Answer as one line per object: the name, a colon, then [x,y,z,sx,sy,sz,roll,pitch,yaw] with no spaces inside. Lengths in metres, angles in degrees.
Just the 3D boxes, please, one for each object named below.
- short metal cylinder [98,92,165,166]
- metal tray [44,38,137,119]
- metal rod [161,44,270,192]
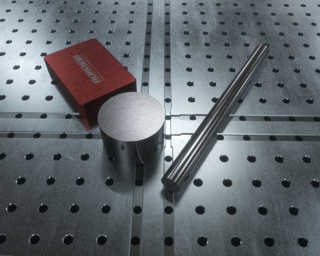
short metal cylinder: [-0.034,0.000,0.391,0.081,0.050,0.080,0,50,0]
metal tray: [-0.106,-0.080,0.470,0.091,0.030,0.130,-28,56,-22]
metal rod: [0.092,-0.032,0.435,0.025,0.025,0.301,26,54,20]
